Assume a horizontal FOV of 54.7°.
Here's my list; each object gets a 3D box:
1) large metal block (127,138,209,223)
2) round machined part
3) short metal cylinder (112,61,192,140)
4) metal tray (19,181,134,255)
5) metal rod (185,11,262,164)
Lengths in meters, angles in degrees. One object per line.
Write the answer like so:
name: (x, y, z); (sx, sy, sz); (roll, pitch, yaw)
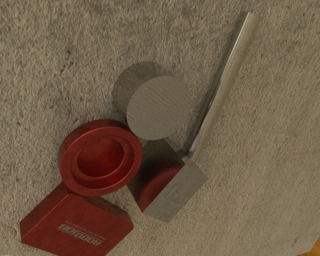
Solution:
large metal block: (0.003, 0.064, 0.415); (0.080, 0.080, 0.050); (-49, 129, 6)
round machined part: (-0.074, 0.031, 0.376); (0.099, 0.042, 0.097); (-14, 125, -21)
short metal cylinder: (-0.010, -0.033, 0.366); (0.081, 0.050, 0.079); (-14, 125, -21)
metal tray: (-0.110, 0.136, 0.429); (0.090, 0.030, 0.130); (-44, 130, 2)
metal rod: (0.066, -0.011, 0.438); (0.025, 0.025, 0.298); (6, 115, -32)
